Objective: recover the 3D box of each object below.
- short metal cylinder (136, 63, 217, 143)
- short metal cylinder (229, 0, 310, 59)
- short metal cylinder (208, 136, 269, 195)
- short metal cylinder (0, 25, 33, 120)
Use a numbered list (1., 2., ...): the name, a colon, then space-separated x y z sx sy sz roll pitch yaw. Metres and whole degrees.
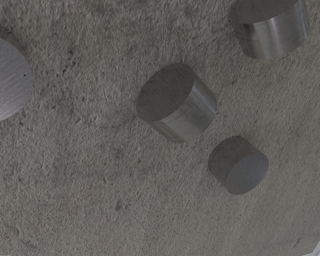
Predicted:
1. short metal cylinder: 0.019 -0.029 0.364 0.080 0.080 0.050 -47 129 4
2. short metal cylinder: 0.128 -0.127 0.363 0.080 0.080 0.050 -38 129 -3
3. short metal cylinder: 0.125 0.060 0.495 0.081 0.050 0.079 -14 124 -21
4. short metal cylinder: -0.158 -0.051 0.273 0.081 0.050 0.079 -14 124 -21
